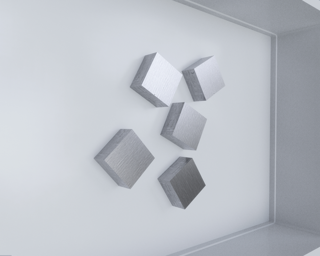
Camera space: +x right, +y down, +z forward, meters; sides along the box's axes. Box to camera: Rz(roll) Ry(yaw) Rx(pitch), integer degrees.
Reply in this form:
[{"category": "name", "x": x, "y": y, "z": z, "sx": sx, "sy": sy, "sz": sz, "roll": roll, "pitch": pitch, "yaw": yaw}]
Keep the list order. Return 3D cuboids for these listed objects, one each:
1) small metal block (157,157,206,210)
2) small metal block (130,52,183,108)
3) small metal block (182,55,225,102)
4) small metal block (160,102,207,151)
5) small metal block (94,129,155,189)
[{"category": "small metal block", "x": 0.031, "y": 0.076, "z": 0.433, "sx": 0.050, "sy": 0.025, "sz": 0.050, "roll": -41, "pitch": 115, "yaw": -32}, {"category": "small metal block", "x": -0.004, "y": -0.061, "z": 0.403, "sx": 0.050, "sy": 0.025, "sz": 0.050, "roll": 36, "pitch": 68, "yaw": -34}, {"category": "small metal block", "x": 0.066, "y": -0.074, "z": 0.461, "sx": 0.050, "sy": 0.025, "sz": 0.050, "roll": -37, "pitch": 113, "yaw": -34}, {"category": "small metal block", "x": 0.034, "y": -0.002, "z": 0.435, "sx": 0.050, "sy": 0.025, "sz": 0.050, "roll": 33, "pitch": 70, "yaw": -35}, {"category": "small metal block", "x": -0.042, "y": 0.036, "z": 0.372, "sx": 0.050, "sy": 0.025, "sz": 0.050, "roll": -51, "pitch": 120, "yaw": -28}]
